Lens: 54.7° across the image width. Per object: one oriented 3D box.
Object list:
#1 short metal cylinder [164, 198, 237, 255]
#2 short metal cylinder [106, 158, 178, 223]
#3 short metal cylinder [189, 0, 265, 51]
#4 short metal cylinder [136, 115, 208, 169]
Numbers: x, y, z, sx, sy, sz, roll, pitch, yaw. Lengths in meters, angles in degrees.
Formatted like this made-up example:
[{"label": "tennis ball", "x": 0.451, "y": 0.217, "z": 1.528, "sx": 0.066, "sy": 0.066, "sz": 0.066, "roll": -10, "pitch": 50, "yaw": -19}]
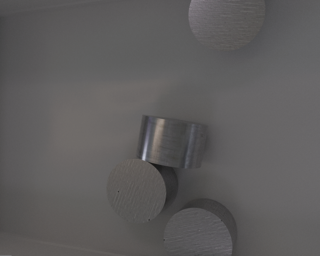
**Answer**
[{"label": "short metal cylinder", "x": 0.051, "y": 0.131, "z": 0.379, "sx": 0.080, "sy": 0.050, "sz": 0.080, "roll": 0, "pitch": 90, "yaw": 20}, {"label": "short metal cylinder", "x": -0.022, "y": 0.077, "z": 0.405, "sx": 0.080, "sy": 0.050, "sz": 0.080, "roll": 0, "pitch": 90, "yaw": 20}, {"label": "short metal cylinder", "x": 0.074, "y": -0.134, "z": 0.352, "sx": 0.080, "sy": 0.050, "sz": 0.079, "roll": 4, "pitch": 122, "yaw": 7}, {"label": "short metal cylinder", "x": 0.014, "y": 0.015, "z": 0.376, "sx": 0.080, "sy": 0.080, "sz": 0.050, "roll": 11, "pitch": 94, "yaw": 19}]
